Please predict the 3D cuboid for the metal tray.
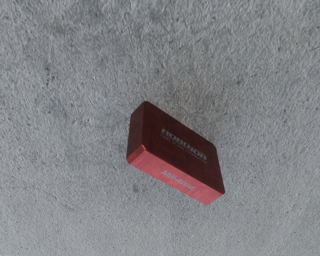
[{"bbox_3d":[0.021,0.032,0.393,0.130,0.090,0.030,32,123,-25],"label":"metal tray"}]
